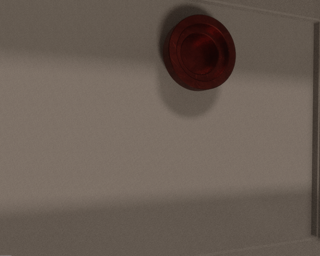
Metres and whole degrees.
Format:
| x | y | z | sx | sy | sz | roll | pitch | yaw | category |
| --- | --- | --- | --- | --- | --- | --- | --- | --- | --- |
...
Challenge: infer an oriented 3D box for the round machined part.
| x | y | z | sx | sy | sz | roll | pitch | yaw | category |
| --- | --- | --- | --- | --- | --- | --- | --- | --- | --- |
| 0.050 | -0.099 | 0.421 | 0.099 | 0.042 | 0.097 | 0 | 90 | -21 | round machined part |
